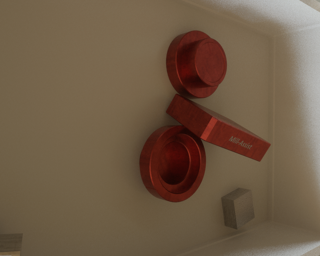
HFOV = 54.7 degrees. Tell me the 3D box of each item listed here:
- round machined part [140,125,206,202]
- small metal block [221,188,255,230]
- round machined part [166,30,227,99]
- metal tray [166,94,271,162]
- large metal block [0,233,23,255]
[{"bbox_3d":[0.012,0.045,0.408,0.099,0.042,0.097,0,90,-40],"label":"round machined part"},{"bbox_3d":[0.132,0.134,0.521,0.050,0.025,0.050,-15,100,-39],"label":"small metal block"},{"bbox_3d":[0.059,-0.092,0.448,0.099,0.042,0.097,0,90,-40],"label":"round machined part"},{"bbox_3d":[0.082,0.000,0.433,0.131,0.090,0.030,20,103,-39],"label":"metal tray"},{"bbox_3d":[-0.157,0.133,0.244,0.081,0.050,0.080,5,86,-22],"label":"large metal block"}]
